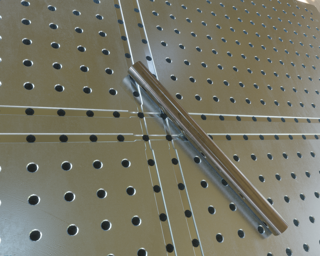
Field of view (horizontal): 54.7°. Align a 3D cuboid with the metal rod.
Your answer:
[{"bbox_3d":[0.063,0.024,0.428,0.300,0.025,0.025,48,51,5],"label":"metal rod"}]
